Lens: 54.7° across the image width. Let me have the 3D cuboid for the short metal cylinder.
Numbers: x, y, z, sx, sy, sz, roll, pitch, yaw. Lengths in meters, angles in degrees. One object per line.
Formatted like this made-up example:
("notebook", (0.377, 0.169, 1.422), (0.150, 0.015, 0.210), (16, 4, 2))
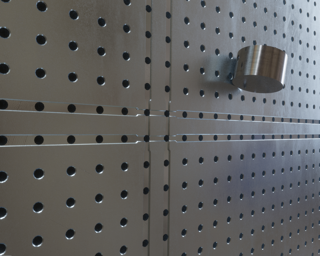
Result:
("short metal cylinder", (0.164, -0.095, 0.510), (0.080, 0.080, 0.050), (21, 77, -38))
